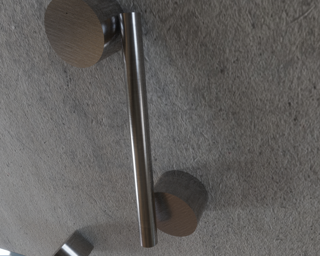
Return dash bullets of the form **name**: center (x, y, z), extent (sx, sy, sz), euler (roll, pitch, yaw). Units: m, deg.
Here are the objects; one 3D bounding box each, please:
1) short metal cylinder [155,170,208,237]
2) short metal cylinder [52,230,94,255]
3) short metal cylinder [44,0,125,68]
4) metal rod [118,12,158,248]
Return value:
- **short metal cylinder**: center (0.023, 0.108, 0.445), extent (0.080, 0.050, 0.079), euler (13, 124, 21)
- **short metal cylinder**: center (-0.180, 0.254, 0.623), extent (0.050, 0.080, 0.080), euler (43, 129, -1)
- **short metal cylinder**: center (-0.086, -0.117, 0.364), extent (0.080, 0.050, 0.079), euler (13, 124, 21)
- **metal rod**: center (-0.025, 0.015, 0.387), extent (0.025, 0.025, 0.298), euler (4, 108, 26)
